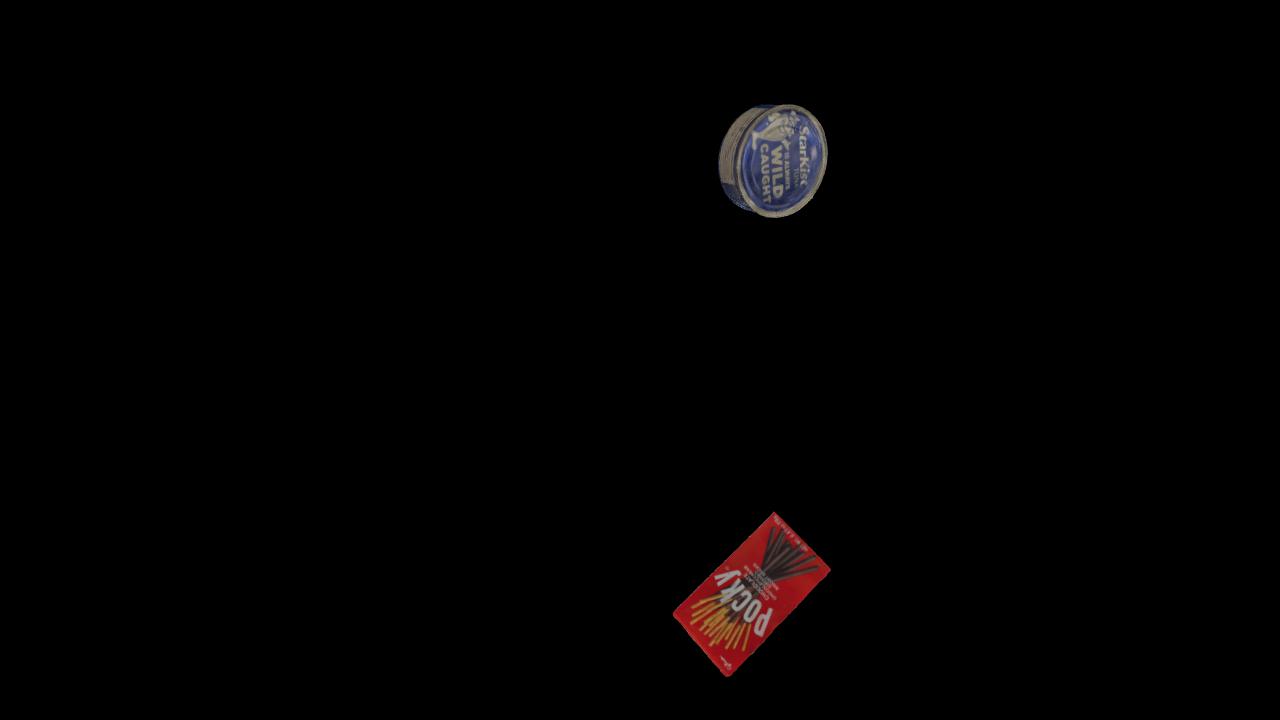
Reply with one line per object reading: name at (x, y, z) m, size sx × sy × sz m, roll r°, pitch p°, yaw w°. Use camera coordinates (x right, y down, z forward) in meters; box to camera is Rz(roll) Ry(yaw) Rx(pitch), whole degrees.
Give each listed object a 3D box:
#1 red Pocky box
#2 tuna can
red Pocky box at (0.117, 0.243, 0.643) m, size 0.155 × 0.083 × 0.028 m, roll -41°, pitch -21°, yaw -12°
tuna can at (0.105, -0.157, 0.488) m, size 0.084 × 0.084 × 0.034 m, roll 0°, pitch 21°, yaw -25°
